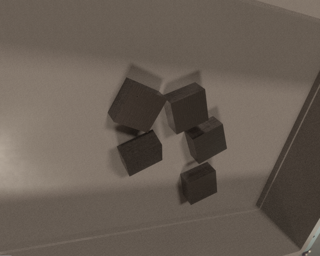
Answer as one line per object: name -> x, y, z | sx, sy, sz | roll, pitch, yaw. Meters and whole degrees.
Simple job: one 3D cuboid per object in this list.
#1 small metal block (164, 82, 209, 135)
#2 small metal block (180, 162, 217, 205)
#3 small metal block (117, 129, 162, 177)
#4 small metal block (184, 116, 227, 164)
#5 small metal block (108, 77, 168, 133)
small metal block -> 0.035, -0.026, 0.413 | 0.050, 0.025, 0.050 | -24, 127, -14
small metal block -> 0.063, 0.090, 0.501 | 0.050, 0.025, 0.050 | -22, 127, -16
small metal block -> -0.025, 0.033, 0.405 | 0.050, 0.025, 0.050 | -26, 154, -13
small metal block -> 0.068, 0.018, 0.459 | 0.050, 0.025, 0.050 | -27, 128, -12
small metal block -> -0.027, -0.027, 0.378 | 0.050, 0.025, 0.050 | 19, 108, -36
